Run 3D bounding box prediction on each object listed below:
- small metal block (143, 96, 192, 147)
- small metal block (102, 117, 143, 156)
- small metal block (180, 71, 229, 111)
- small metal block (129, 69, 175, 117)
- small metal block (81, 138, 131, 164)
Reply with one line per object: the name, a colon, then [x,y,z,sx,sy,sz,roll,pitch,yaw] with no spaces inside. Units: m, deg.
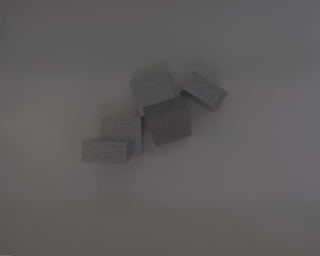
small metal block: [0.010,-0.008,0.397,0.050,0.050,0.025,-18,46,0]
small metal block: [-0.049,0.012,0.411,0.050,0.025,0.050,-1,90,0]
small metal block: [0.055,-0.045,0.399,0.050,0.050,0.025,32,90,0]
small metal block: [-0.009,-0.045,0.411,0.050,0.025,0.050,-17,90,0]
small metal block: [-0.063,0.027,0.373,0.050,0.050,0.025,3,91,0]
